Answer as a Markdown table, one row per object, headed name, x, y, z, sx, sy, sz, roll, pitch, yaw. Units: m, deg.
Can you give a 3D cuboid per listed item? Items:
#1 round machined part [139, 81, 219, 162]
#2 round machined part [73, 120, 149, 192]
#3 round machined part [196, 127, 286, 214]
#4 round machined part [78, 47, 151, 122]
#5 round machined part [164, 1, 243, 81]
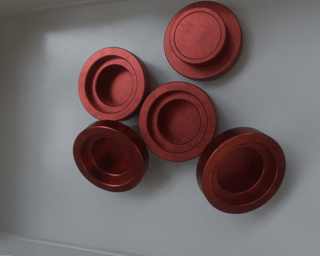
| name | x | y | z | sx | sy | sz | roll | pitch | yaw |
| --- | --- | --- | --- | --- | --- | --- | --- | --- | --- |
| round machined part | 0.026 | -0.008 | 0.392 | 0.098 | 0.042 | 0.097 | 0 | 90 | 20 |
| round machined part | -0.060 | 0.033 | 0.410 | 0.098 | 0.042 | 0.097 | 8 | 118 | 15 |
| round machined part | 0.088 | 0.045 | 0.354 | 0.099 | 0.042 | 0.097 | -4 | 109 | -12 |
| round machined part | -0.057 | -0.057 | 0.422 | 0.098 | 0.042 | 0.097 | 0 | 90 | 20 |
| round machined part | 0.051 | -0.109 | 0.383 | 0.098 | 0.042 | 0.097 | 0 | 90 | 20 |
